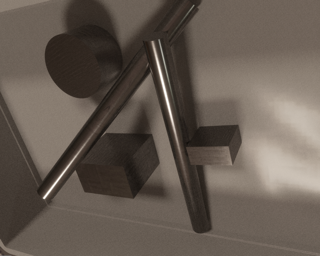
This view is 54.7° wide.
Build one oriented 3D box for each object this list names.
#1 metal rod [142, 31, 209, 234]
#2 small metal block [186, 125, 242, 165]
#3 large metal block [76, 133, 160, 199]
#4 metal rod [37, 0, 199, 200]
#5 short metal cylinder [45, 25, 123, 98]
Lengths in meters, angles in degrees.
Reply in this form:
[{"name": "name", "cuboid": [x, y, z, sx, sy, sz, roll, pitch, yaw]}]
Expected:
[{"name": "metal rod", "cuboid": [0.028, 0.030, 0.384, 0.025, 0.025, 0.298, 4, 129, 26]}, {"name": "small metal block", "cuboid": [0.066, 0.020, 0.369, 0.050, 0.050, 0.025, -3, 117, 29]}, {"name": "large metal block", "cuboid": [-0.058, 0.049, 0.432, 0.080, 0.080, 0.050, 1, 119, 27]}, {"name": "metal rod", "cuboid": [-0.061, -0.021, 0.364, 0.025, 0.025, 0.299, 40, 109, 0]}, {"name": "short metal cylinder", "cuboid": [-0.095, -0.084, 0.389, 0.080, 0.050, 0.079, 13, 124, 20]}]
